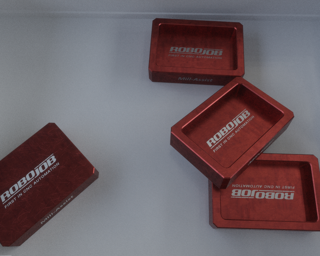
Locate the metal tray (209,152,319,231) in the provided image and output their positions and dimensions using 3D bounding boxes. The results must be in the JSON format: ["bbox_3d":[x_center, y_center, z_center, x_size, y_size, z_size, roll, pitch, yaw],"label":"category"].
[{"bbox_3d":[0.127,0.078,0.379,0.131,0.030,0.090,2,70,0],"label":"metal tray"}]

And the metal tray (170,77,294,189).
[{"bbox_3d":[0.088,0.001,0.381,0.131,0.030,0.090,-37,64,-23],"label":"metal tray"}]

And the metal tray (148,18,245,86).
[{"bbox_3d":[0.052,-0.110,0.447,0.131,0.030,0.090,3,70,1],"label":"metal tray"}]

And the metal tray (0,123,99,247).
[{"bbox_3d":[-0.154,0.067,0.381,0.130,0.030,0.090,-41,75,-14],"label":"metal tray"}]
